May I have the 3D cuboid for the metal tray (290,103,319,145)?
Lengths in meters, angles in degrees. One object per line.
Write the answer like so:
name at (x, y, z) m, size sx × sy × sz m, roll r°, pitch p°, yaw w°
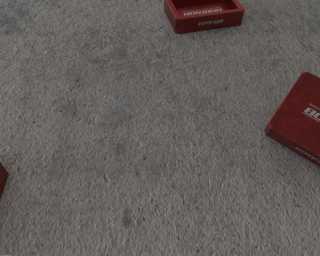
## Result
metal tray at (0.244, -0.020, 0.418) m, size 0.131 × 0.030 × 0.090 m, roll -27°, pitch 55°, yaw -21°

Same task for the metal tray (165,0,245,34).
metal tray at (0.081, -0.224, 0.588) m, size 0.131 × 0.030 × 0.090 m, roll -11°, pitch 51°, yaw -9°

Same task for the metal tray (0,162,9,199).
metal tray at (-0.225, 0.093, 0.320) m, size 0.091 × 0.030 × 0.130 m, roll -1°, pitch 50°, yaw -1°

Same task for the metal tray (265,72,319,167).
metal tray at (0.207, 0.001, 0.372) m, size 0.130 × 0.030 × 0.090 m, roll 33°, pitch 77°, yaw 17°
